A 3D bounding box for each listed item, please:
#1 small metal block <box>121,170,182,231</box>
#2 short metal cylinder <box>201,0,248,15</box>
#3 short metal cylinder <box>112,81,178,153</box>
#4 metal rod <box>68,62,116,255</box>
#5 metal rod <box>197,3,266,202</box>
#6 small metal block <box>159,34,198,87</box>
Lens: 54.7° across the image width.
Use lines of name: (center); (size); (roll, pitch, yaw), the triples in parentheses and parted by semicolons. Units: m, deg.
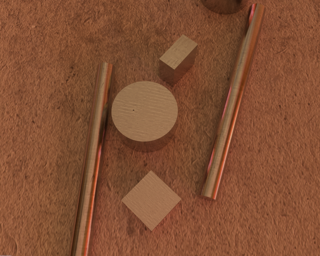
small metal block: (-0.010, 0.088, 0.376); (0.050, 0.025, 0.050); (42, 75, 13)
short metal cylinder: (0.104, -0.224, 0.478); (0.081, 0.050, 0.080); (0, 70, 0)
short metal cylinder: (-0.019, -0.013, 0.399); (0.081, 0.050, 0.080); (0, 70, 0)
metal rod: (-0.085, 0.054, 0.387); (0.025, 0.025, 0.299); (4, 70, 1)
metal rod: (0.103, -0.048, 0.426); (0.025, 0.025, 0.299); (17, 71, 6)
small metal block: (0.025, -0.092, 0.428); (0.025, 0.050, 0.050); (38, 74, 12)
